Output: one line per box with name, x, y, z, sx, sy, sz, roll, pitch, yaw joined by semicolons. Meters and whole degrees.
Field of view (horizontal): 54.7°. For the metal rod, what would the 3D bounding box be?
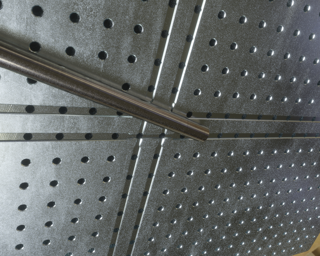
metal rod;-0.051;-0.034;0.363;0.302;0.025;0.025;20;107;-36
